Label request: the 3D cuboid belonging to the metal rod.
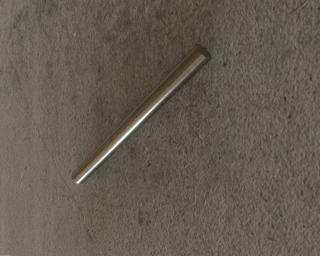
[{"bbox_3d":[-0.042,-0.003,0.441,0.299,0.025,0.025,-43,64,31],"label":"metal rod"}]
